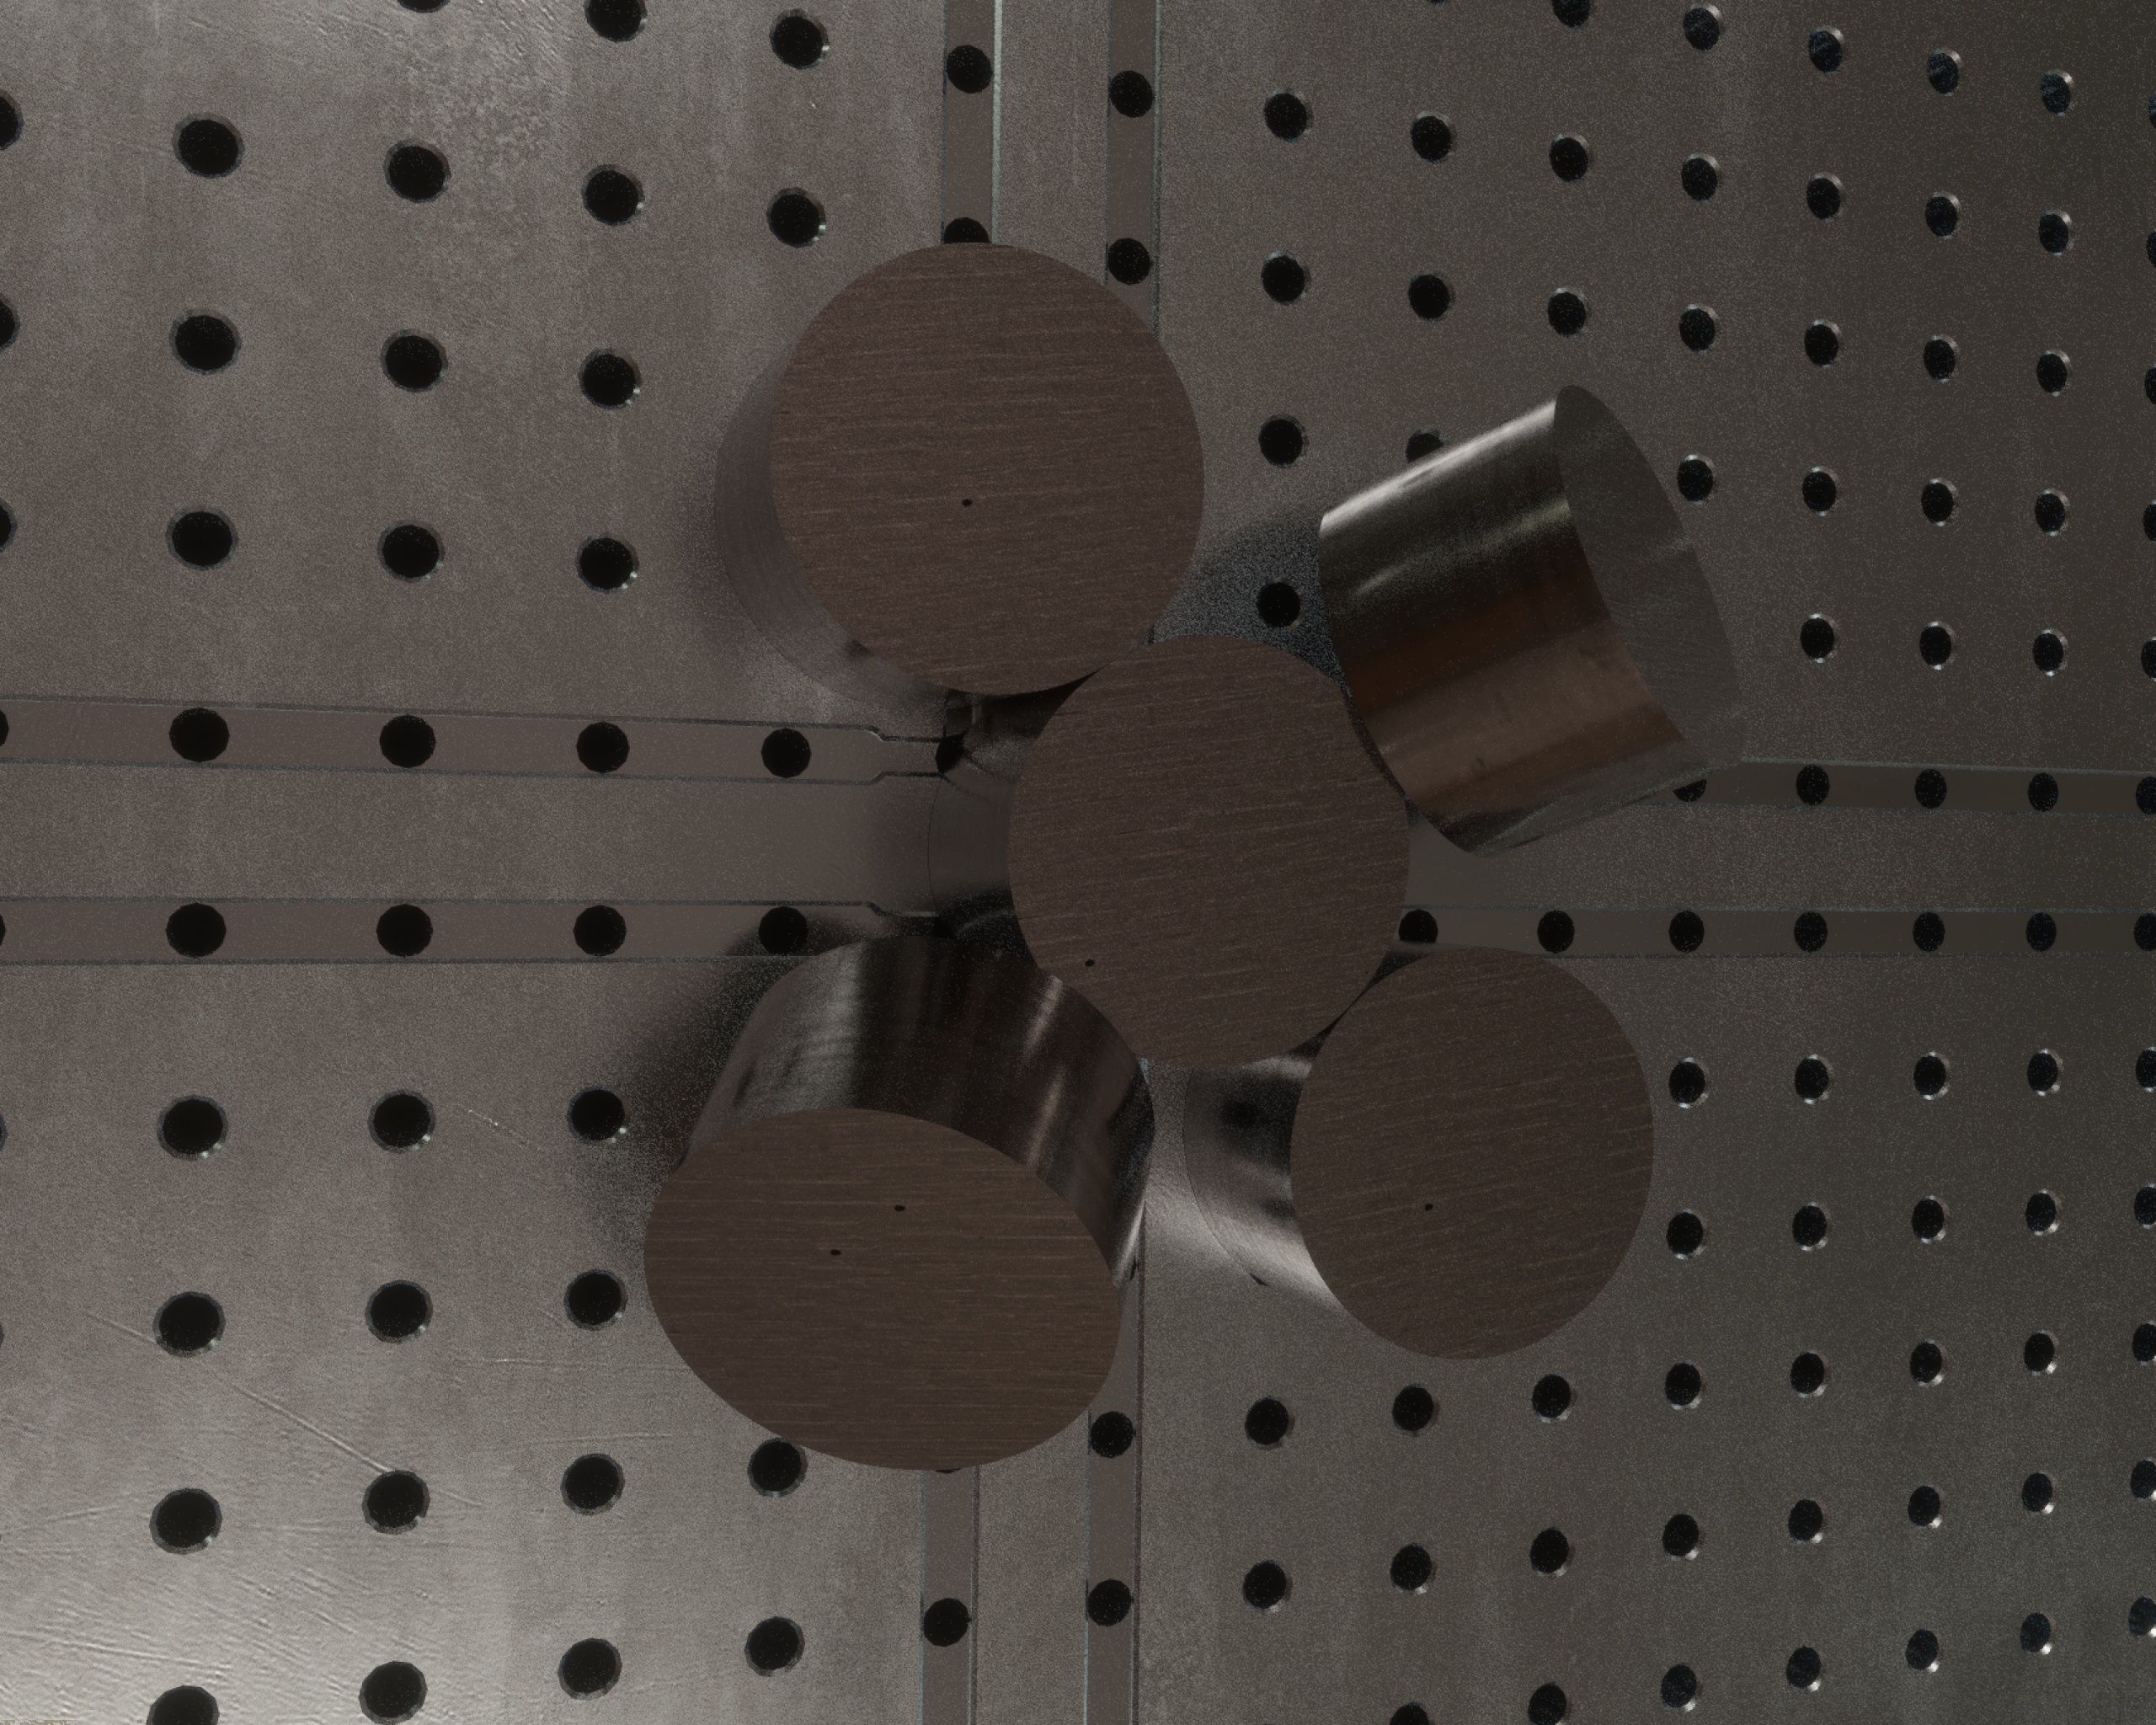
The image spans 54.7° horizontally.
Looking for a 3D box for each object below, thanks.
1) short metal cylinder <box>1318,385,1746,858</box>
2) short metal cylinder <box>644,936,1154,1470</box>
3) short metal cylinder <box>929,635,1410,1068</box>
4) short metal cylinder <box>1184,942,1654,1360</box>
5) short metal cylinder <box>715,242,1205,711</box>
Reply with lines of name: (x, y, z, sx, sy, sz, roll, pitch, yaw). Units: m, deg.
short metal cylinder: (0.091, -0.047, 0.412, 0.080, 0.050, 0.080, 36, 42, -41)
short metal cylinder: (-0.029, 0.060, 0.367, 0.080, 0.050, 0.079, 4, 121, 7)
short metal cylinder: (0.017, -0.002, 0.406, 0.081, 0.050, 0.079, 0, 90, -21)
short metal cylinder: (0.069, 0.056, 0.426, 0.081, 0.050, 0.079, 0, 90, -21)
short metal cylinder: (-0.023, -0.070, 0.391, 0.081, 0.050, 0.079, 0, 90, -21)
